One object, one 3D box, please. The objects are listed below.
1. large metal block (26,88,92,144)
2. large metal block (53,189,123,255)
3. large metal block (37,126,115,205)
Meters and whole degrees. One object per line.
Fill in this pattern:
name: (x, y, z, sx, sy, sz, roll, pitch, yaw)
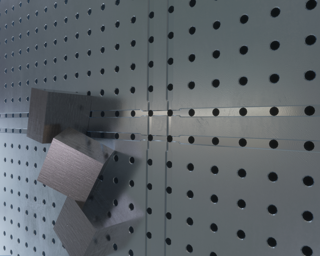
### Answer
large metal block: (-0.165, -0.020, 0.512, 0.050, 0.081, 0.080, 15, 100, 39)
large metal block: (-0.116, 0.154, 0.491, 0.080, 0.050, 0.080, 42, 115, 32)
large metal block: (-0.129, 0.057, 0.477, 0.080, 0.050, 0.080, 28, 112, -1)
